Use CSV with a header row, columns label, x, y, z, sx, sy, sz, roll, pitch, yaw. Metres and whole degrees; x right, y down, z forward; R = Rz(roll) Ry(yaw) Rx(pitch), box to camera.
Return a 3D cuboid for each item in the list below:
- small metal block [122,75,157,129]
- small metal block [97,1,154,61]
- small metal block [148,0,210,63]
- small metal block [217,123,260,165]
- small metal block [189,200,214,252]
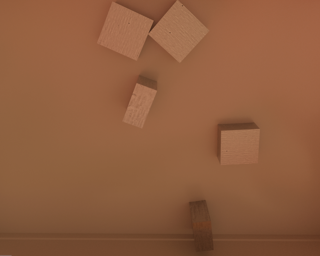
label,x,y,z,sx,sy,sz,roll,pitch,yaw
small metal block,-0.024,-0.034,0.385,0.025,0.050,0.050,20,109,-8
small metal block,-0.040,-0.115,0.368,0.050,0.025,0.050,23,108,-9
small metal block,0.022,-0.115,0.369,0.050,0.025,0.050,40,105,-14
small metal block,0.106,0.021,0.421,0.050,0.025,0.050,-3,110,0
small metal block,0.060,0.142,0.451,0.025,0.050,0.050,-7,110,2
